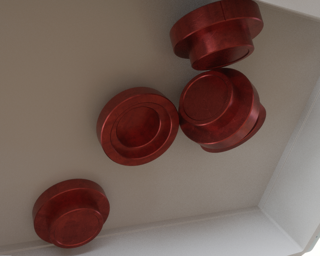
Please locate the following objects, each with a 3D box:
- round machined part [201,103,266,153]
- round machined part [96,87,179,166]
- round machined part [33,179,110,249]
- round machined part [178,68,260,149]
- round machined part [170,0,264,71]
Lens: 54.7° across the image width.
[{"bbox_3d":[0.092,-0.012,0.428,0.099,0.042,0.097,-16,143,-13],"label":"round machined part"},{"bbox_3d":[-0.029,-0.005,0.378,0.099,0.042,0.097,-14,124,-21],"label":"round machined part"},{"bbox_3d":[-0.114,0.119,0.409,0.099,0.042,0.097,-14,124,-21],"label":"round machined part"},{"bbox_3d":[0.062,-0.028,0.364,0.098,0.098,0.042,-51,139,8],"label":"round machined part"},{"bbox_3d":[0.063,-0.094,0.336,0.099,0.098,0.042,-10,83,-23],"label":"round machined part"}]
